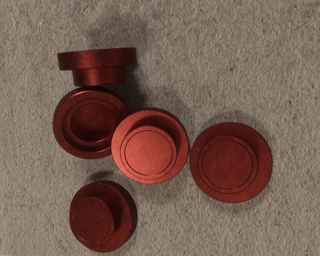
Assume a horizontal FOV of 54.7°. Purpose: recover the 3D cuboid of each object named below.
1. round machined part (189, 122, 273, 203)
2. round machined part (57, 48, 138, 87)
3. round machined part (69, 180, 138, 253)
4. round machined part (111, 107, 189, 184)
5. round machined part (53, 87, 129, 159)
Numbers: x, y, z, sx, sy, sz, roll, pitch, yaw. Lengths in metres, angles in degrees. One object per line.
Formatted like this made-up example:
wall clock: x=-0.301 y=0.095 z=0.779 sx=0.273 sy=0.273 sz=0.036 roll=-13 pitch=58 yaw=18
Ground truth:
round machined part: x=0.083 y=0.041 z=0.370 sx=0.098 sy=0.042 sz=0.097 roll=0 pitch=90 yaw=19
round machined part: x=-0.078 y=-0.078 z=0.399 sx=0.098 sy=0.098 sz=0.042 roll=0 pitch=104 yaw=19
round machined part: x=-0.084 y=0.124 z=0.428 sx=0.098 sy=0.042 sz=0.097 roll=0 pitch=90 yaw=19
round machined part: x=-0.013 y=0.025 z=0.387 sx=0.099 sy=0.042 sz=0.097 roll=0 pitch=103 yaw=2
round machined part: x=-0.090 y=-0.011 z=0.412 sx=0.099 sy=0.042 sz=0.097 roll=-7 pitch=117 yaw=-14
